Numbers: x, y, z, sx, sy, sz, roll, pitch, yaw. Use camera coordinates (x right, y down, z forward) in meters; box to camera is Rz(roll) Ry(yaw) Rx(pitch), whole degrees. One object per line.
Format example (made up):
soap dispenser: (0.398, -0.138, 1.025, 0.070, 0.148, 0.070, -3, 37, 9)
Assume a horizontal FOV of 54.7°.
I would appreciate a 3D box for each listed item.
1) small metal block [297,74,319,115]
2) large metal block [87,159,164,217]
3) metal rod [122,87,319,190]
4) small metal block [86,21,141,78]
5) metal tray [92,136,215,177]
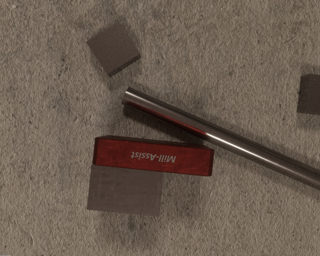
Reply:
small metal block: (0.216, -0.043, 0.413, 0.050, 0.025, 0.050, 7, 90, -1)
large metal block: (-0.038, 0.069, 0.382, 0.081, 0.080, 0.050, 6, 90, -1)
metal rod: (0.093, 0.017, 0.411, 0.301, 0.025, 0.025, 24, 90, -1)
small metal block: (-0.060, -0.103, 0.409, 0.050, 0.025, 0.050, -33, 90, 0)
metal tray: (-0.007, 0.031, 0.377, 0.131, 0.090, 0.030, 6, 90, -1)
